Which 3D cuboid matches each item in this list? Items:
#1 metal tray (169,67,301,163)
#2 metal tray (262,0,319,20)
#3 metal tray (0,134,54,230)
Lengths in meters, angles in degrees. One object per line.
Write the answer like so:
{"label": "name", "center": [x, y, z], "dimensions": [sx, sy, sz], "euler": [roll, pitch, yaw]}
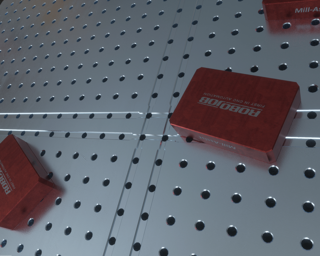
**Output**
{"label": "metal tray", "center": [0.087, -0.021, 0.372], "dimensions": [0.130, 0.030, 0.090], "euler": [18, 71, 34]}
{"label": "metal tray", "center": [0.212, -0.190, 0.410], "dimensions": [0.130, 0.030, 0.090], "euler": [8, 65, 31]}
{"label": "metal tray", "center": [-0.228, 0.078, 0.474], "dimensions": [0.090, 0.030, 0.130], "euler": [-47, 52, -6]}
